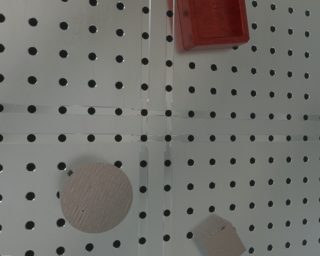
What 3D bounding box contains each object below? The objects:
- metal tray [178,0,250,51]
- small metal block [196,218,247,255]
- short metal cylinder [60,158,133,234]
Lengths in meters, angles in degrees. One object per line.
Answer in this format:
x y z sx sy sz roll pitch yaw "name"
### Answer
0.073 -0.179 0.436 0.091 0.030 0.129 -9 93 -20 "metal tray"
0.088 0.167 0.445 0.050 0.025 0.050 -33 101 -17 "small metal block"
-0.078 0.078 0.371 0.081 0.050 0.080 0 90 -20 "short metal cylinder"
